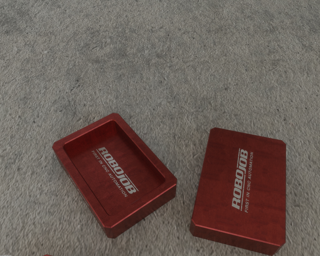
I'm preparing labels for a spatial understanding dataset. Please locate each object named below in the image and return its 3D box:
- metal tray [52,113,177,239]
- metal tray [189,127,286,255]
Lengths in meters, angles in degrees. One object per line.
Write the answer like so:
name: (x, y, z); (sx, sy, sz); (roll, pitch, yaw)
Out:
metal tray: (-0.054, 0.048, 0.359); (0.091, 0.030, 0.130); (-30, 56, -23)
metal tray: (0.090, 0.064, 0.347); (0.090, 0.030, 0.130); (12, 51, 9)
